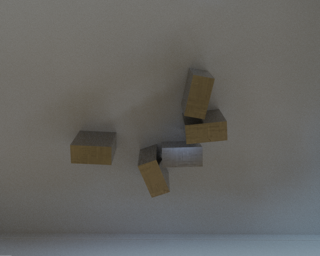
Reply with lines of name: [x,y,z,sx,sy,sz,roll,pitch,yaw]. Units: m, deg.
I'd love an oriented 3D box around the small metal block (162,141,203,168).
small metal block: [0.028,0.034,0.408,0.050,0.050,0.025,-2,96,0]

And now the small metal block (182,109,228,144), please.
small metal block: [0.056,-0.003,0.398,0.050,0.050,0.025,-6,110,1]

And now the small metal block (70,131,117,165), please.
small metal block: [-0.085,0.025,0.406,0.050,0.050,0.025,3,110,-2]

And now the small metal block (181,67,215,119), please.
small metal block: [0.045,-0.044,0.383,0.025,0.050,0.050,10,110,-4]

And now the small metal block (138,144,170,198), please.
small metal block: [-0.008,0.057,0.419,0.025,0.050,0.050,-19,109,7]
